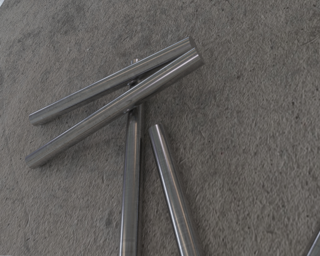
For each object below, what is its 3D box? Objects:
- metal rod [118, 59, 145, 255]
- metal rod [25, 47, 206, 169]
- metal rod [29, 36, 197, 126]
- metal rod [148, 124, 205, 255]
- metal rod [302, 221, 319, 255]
[{"bbox_3d":[-0.034,0.028,0.404,0.025,0.025,0.299,-14,56,21],"label":"metal rod"},{"bbox_3d":[-0.074,-0.018,0.426,0.300,0.025,0.025,-30,52,19],"label":"metal rod"},{"bbox_3d":[-0.084,-0.060,0.459,0.300,0.025,0.025,-20,54,26],"label":"metal rod"},{"bbox_3d":[0.030,0.119,0.315,0.025,0.025,0.299,-25,53,13],"label":"metal rod"},{"bbox_3d":[0.161,0.074,0.273,0.025,0.025,0.300,26,75,37],"label":"metal rod"}]
